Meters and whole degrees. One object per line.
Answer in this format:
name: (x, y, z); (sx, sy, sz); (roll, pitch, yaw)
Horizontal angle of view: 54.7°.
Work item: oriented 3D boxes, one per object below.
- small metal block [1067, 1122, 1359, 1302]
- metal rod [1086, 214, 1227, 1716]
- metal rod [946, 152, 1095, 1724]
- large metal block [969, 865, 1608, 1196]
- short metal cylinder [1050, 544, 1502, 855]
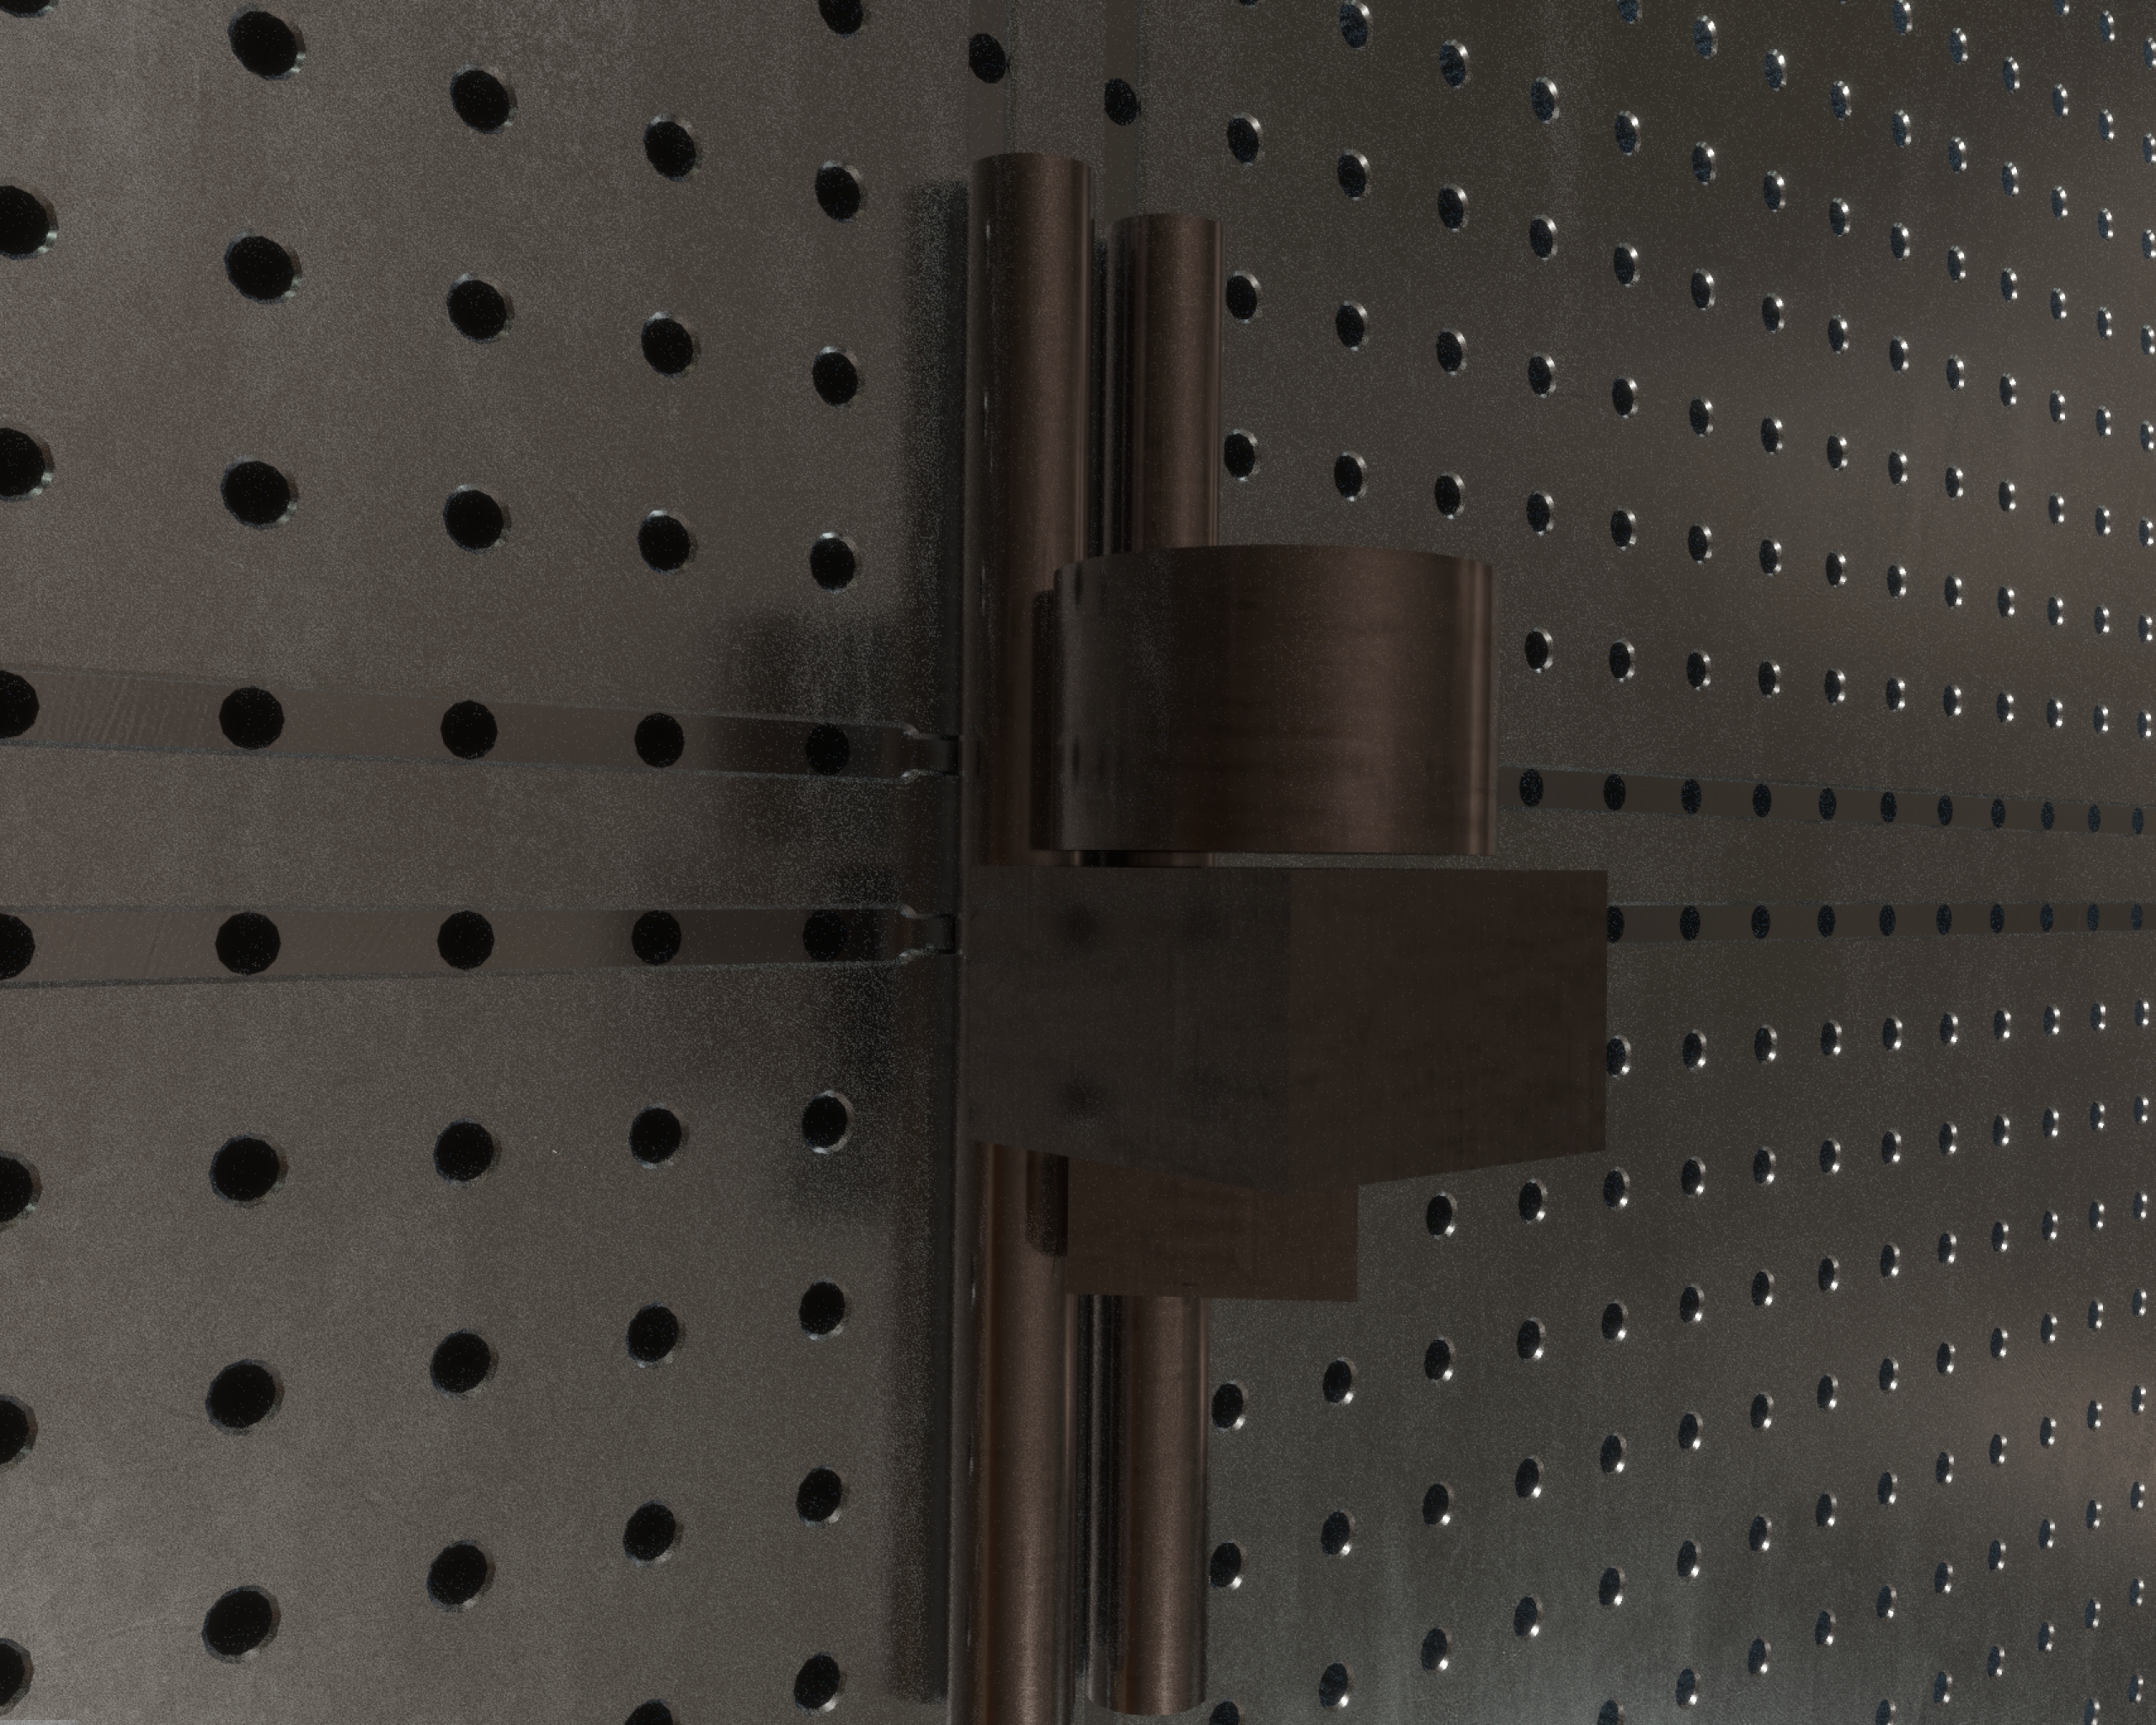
small metal block: (0.026, 0.063, 0.387); (0.050, 0.050, 0.025); (3, 87, -85)
metal rod: (0.016, 0.020, 0.426); (0.025, 0.025, 0.298); (1, 89, -40)
metal rod: (-0.011, 0.016, 0.403); (0.025, 0.025, 0.298); (1, 89, -40)
large metal block: (0.037, 0.026, 0.374); (0.081, 0.080, 0.050); (0, 90, -40)
short metal cylinder: (0.036, -0.027, 0.377); (0.081, 0.080, 0.050); (1, 90, -40)
